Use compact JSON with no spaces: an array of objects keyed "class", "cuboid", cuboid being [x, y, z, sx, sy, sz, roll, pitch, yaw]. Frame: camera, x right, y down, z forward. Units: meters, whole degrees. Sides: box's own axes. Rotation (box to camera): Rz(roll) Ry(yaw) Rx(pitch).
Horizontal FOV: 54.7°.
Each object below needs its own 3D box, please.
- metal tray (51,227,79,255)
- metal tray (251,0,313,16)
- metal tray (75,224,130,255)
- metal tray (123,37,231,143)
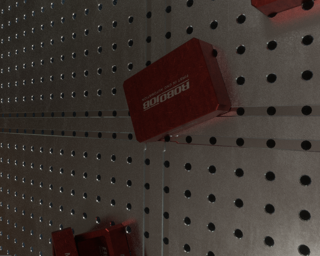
[{"class":"metal tray","cuboid":[-0.139,0.234,0.480,0.130,0.030,0.089,61,148,35]},{"class":"metal tray","cuboid":[0.147,-0.170,0.283,0.130,0.030,0.089,-8,85,39]},{"class":"metal tray","cuboid":[-0.081,0.220,0.470,0.090,0.030,0.129,-25,74,37]},{"class":"metal tray","cuboid":[0.015,-0.042,0.392,0.130,0.030,0.090,-24,75,37]}]
